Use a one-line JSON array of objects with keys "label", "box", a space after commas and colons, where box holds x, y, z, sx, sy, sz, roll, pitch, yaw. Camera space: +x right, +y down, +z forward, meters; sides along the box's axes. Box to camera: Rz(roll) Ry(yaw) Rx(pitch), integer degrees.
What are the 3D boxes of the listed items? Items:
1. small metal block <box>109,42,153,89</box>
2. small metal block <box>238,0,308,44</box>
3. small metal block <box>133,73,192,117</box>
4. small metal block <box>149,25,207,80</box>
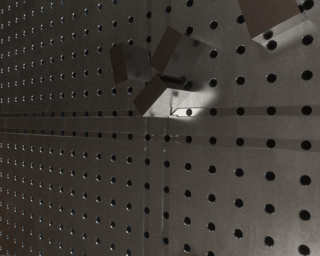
[{"label": "small metal block", "box": [-0.038, -0.084, 0.422, 0.025, 0.050, 0.050, -17, 79, 38]}, {"label": "small metal block", "box": [0.113, -0.122, 0.315, 0.050, 0.025, 0.050, -24, 75, 37]}, {"label": "small metal block", "box": [0.003, -0.039, 0.389, 0.050, 0.050, 0.025, -47, 62, 30]}, {"label": "small metal block", "box": [0.022, -0.089, 0.374, 0.025, 0.050, 0.050, 42, 115, 31]}]
